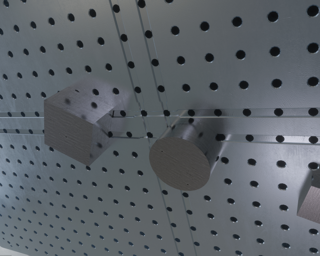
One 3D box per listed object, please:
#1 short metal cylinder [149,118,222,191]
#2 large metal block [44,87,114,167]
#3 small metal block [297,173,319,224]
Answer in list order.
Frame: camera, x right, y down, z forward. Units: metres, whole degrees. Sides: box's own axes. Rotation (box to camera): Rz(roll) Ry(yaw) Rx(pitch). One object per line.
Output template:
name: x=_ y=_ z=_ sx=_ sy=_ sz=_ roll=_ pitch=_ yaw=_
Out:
short metal cylinder: x=0.033 y=0.033 z=0.398 sx=0.080 sy=0.050 sz=0.079 roll=13 pitch=124 yaw=21
large metal block: x=-0.121 y=-0.003 z=0.458 sx=0.080 sy=0.050 sz=0.079 roll=25 pitch=127 yaw=13
small metal block: x=0.195 y=0.087 z=0.362 sx=0.050 sy=0.025 sz=0.050 roll=18 pitch=126 yaw=17
